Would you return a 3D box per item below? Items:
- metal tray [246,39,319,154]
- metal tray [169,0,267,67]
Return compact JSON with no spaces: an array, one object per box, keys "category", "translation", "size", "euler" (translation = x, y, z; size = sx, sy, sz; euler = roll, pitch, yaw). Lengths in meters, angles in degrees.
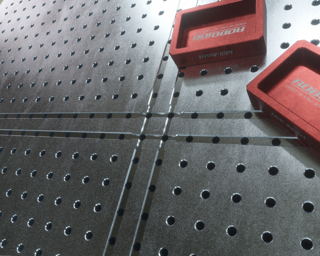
[{"category":"metal tray","translation":[0.172,-0.033,0.334],"size":[0.090,0.030,0.130],"euler":[-41,51,-1]},{"category":"metal tray","translation":[0.083,-0.140,0.446],"size":[0.130,0.030,0.090],"euler":[-4,60,25]}]
